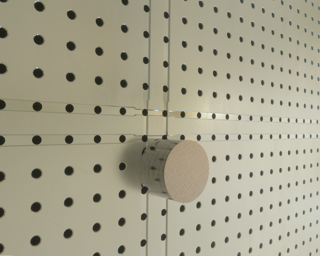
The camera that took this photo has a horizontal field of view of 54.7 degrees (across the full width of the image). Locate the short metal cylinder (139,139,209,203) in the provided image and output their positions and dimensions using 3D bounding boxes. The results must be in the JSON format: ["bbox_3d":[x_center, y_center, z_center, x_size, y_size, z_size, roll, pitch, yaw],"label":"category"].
[{"bbox_3d":[0.020,0.055,0.412,0.081,0.050,0.079,0,90,-40],"label":"short metal cylinder"}]
